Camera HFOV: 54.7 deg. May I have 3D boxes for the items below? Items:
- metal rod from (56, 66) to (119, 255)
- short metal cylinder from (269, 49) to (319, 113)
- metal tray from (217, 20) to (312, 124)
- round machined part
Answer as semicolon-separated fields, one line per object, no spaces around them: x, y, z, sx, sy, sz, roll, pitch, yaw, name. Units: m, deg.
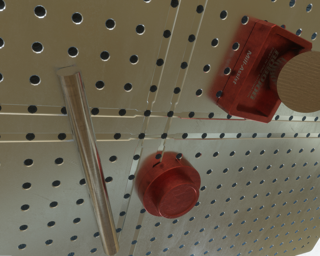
-0.085;0.065;0.404;0.025;0.025;0.298;-17;125;-19;metal rod
0.194;-0.066;0.420;0.080;0.050;0.079;2;109;6;short metal cylinder
0.149;-0.075;0.442;0.091;0.030;0.129;10;113;-33;metal tray
0.021;0.098;0.472;0.099;0.042;0.097;-14;124;-21;round machined part
